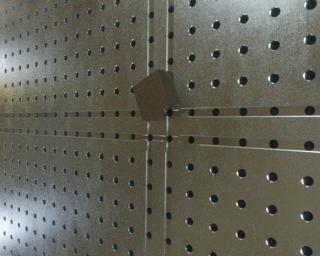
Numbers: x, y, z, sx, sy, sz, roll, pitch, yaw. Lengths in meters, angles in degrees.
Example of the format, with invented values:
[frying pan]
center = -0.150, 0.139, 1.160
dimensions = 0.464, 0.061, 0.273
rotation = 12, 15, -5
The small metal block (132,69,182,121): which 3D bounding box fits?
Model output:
[small metal block]
center = -0.005, -0.043, 0.415
dimensions = 0.050, 0.025, 0.050
rotation = -29, 72, 36
